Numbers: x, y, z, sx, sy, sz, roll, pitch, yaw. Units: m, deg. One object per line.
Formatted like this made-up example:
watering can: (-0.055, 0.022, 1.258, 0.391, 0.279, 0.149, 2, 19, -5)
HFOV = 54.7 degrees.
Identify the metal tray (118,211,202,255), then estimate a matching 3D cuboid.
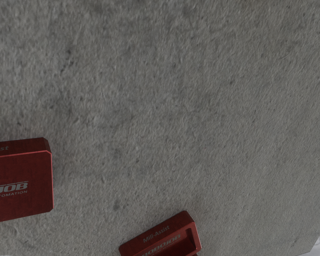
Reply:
metal tray: (0.004, 0.209, 0.536, 0.131, 0.030, 0.090, -26, 128, -13)

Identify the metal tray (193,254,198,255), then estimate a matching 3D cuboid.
metal tray: (0.024, 0.306, 0.608, 0.131, 0.030, 0.089, -24, 127, -14)

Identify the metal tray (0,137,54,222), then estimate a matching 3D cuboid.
metal tray: (-0.188, 0.062, 0.340, 0.131, 0.030, 0.089, -6, 121, -26)
